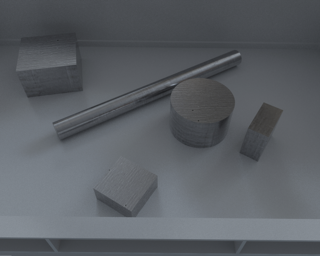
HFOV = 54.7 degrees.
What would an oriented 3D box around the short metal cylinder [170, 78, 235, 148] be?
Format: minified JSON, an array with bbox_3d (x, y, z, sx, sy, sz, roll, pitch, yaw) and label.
[{"bbox_3d":[0.053,-0.020,0.407,0.081,0.050,0.080,0,50,0],"label":"short metal cylinder"}]

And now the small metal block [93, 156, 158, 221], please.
[{"bbox_3d":[-0.037,0.067,0.348,0.050,0.025,0.050,26,54,20],"label":"small metal block"}]

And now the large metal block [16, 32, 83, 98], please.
[{"bbox_3d":[-0.163,-0.096,0.468,0.081,0.050,0.080,-8,51,-7],"label":"large metal block"}]

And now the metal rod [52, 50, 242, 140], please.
[{"bbox_3d":[-0.005,-0.055,0.451,0.302,0.025,0.025,-25,55,-20],"label":"metal rod"}]

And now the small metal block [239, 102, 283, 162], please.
[{"bbox_3d":[0.126,0.005,0.386,0.025,0.050,0.050,27,55,20],"label":"small metal block"}]
